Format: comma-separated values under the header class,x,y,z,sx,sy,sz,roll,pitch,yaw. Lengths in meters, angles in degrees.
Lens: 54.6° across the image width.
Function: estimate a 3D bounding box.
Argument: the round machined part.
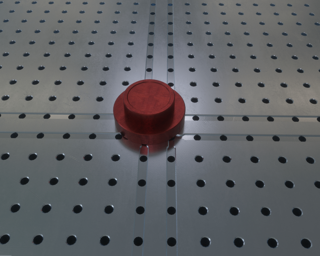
class,x,y,z,sx,sy,sz,roll,pitch,yaw
round machined part,-0.014,-0.029,0.421,0.099,0.042,0.098,0,50,0
